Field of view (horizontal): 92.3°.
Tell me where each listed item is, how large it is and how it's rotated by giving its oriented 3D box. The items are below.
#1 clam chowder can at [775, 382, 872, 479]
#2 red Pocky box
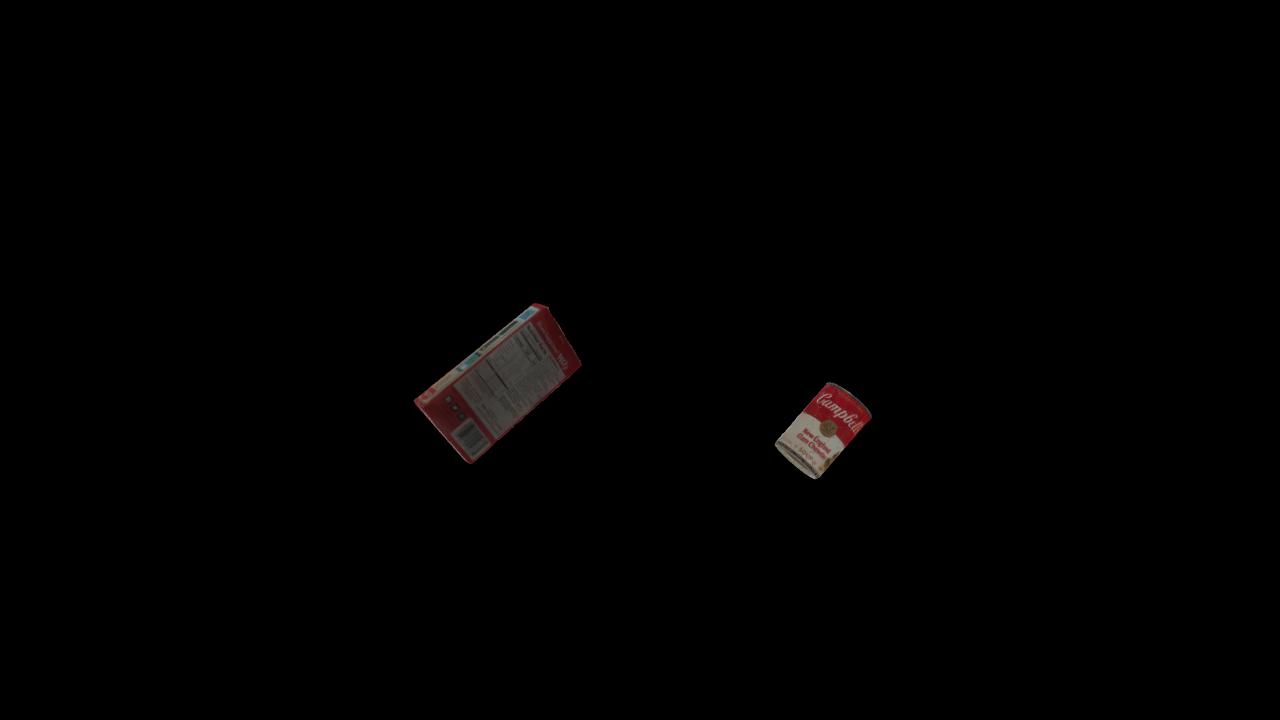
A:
[{"bbox_3d":[0.222,0.087,0.752,0.068,0.102,0.068,42,-5,4],"label":"clam chowder can"},{"bbox_3d":[-0.136,0.022,0.611,0.155,0.083,0.028,-43,34,-22],"label":"red Pocky box"}]
